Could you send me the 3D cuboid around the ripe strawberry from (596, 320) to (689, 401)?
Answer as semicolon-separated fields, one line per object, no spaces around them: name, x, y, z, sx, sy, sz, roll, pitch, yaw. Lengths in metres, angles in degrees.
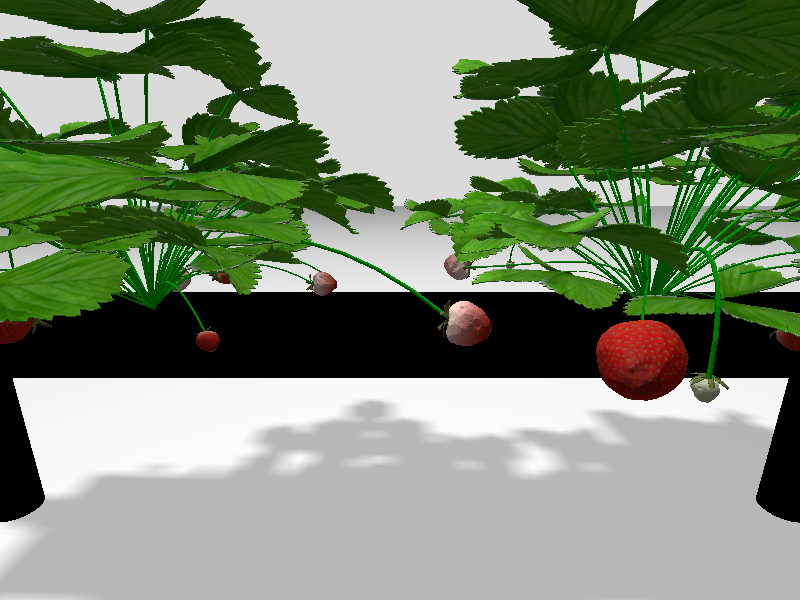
ripe strawberry;0.120;0.032;0.201;0.041;0.043;0.044;9;18;31

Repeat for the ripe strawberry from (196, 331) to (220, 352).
ripe strawberry;-0.127;0.028;0.266;0.015;0.015;0.013;-14;-26;-42

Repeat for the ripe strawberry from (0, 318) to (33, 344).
ripe strawberry;-0.278;0.015;0.276;0.036;0.031;0.036;9;18;30

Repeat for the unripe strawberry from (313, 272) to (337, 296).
unripe strawberry;-0.076;-0.016;0.407;0.025;0.024;0.027;-2;15;-18

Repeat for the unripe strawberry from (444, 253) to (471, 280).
unripe strawberry;0.070;-0.042;0.486;0.033;0.034;0.030;12;19;39

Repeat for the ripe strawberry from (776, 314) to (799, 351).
ripe strawberry;0.271;0.022;0.268;0.024;0.025;0.026;-7;17;-24

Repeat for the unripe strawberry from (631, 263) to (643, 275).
unripe strawberry;0.302;-0.040;0.510;0.015;0.016;0.017;7;17;26

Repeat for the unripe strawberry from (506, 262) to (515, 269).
unripe strawberry;0.137;-0.042;0.500;0.011;0.011;0.011;-9;17;-30

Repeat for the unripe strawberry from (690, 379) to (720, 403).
unripe strawberry;0.143;0.042;0.187;0.011;0.012;0.013;7;16;24

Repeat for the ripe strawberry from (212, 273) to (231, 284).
ripe strawberry;-0.205;-0.038;0.474;0.034;0.036;0.037;3;15;9

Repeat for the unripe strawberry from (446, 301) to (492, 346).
unripe strawberry;0.046;0.017;0.270;0.030;0.032;0.028;17;19;15
